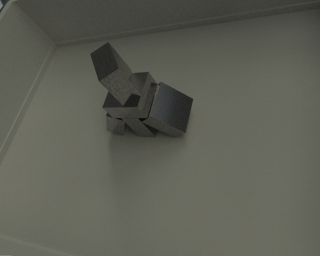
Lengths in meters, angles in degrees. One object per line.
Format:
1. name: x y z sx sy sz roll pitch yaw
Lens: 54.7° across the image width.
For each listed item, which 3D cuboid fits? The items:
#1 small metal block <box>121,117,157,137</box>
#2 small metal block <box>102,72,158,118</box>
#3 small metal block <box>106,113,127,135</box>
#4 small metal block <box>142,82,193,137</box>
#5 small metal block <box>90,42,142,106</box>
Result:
1. small metal block: -0.021 -0.022 0.412 0.025 0.050 0.050 1 62 29
2. small metal block: -0.036 -0.040 0.382 0.050 0.025 0.050 1 62 28
3. small metal block: -0.054 -0.024 0.427 0.025 0.050 0.050 16 66 -2
4. small metal block: 0.010 -0.023 0.393 0.025 0.050 0.050 -28 42 56
5. small metal block: -0.050 -0.061 0.354 0.025 0.050 0.050 -31 51 9
